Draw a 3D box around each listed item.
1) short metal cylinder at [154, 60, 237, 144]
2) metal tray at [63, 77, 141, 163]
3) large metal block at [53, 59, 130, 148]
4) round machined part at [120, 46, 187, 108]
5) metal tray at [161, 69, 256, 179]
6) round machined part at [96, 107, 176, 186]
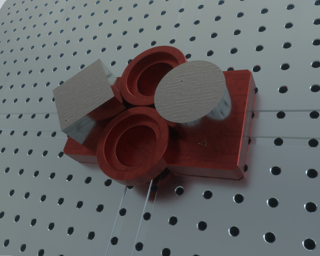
[{"bbox_3d":[0.041,-0.029,0.349,0.080,0.050,0.080,-13,56,21],"label":"short metal cylinder"},{"bbox_3d":[-0.077,-0.014,0.454,0.090,0.030,0.130,1,62,27],"label":"metal tray"},{"bbox_3d":[-0.092,-0.034,0.423,0.080,0.050,0.080,-32,52,7],"label":"large metal block"},{"bbox_3d":[-0.002,-0.061,0.424,0.098,0.042,0.098,-13,56,21],"label":"round machined part"},{"bbox_3d":[0.061,-0.008,0.375,0.090,0.030,0.130,1,62,28],"label":"metal tray"},{"bbox_3d":[-0.026,0.025,0.384,0.098,0.042,0.098,-13,56,21],"label":"round machined part"}]
